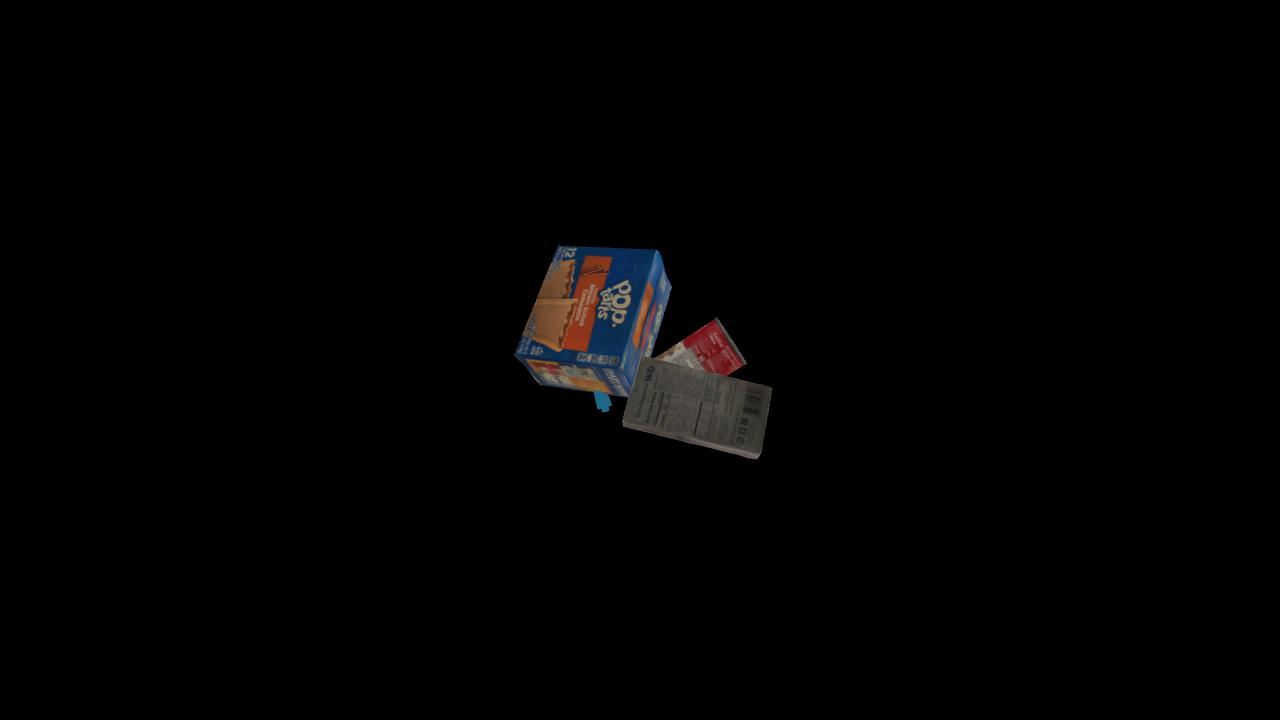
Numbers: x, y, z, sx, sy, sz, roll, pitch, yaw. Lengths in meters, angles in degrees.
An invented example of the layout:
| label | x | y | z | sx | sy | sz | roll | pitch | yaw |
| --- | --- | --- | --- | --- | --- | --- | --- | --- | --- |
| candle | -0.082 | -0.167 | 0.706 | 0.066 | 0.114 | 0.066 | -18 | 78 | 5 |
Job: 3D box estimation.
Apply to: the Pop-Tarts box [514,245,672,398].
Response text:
| label | x | y | z | sx | sy | sz | roll | pitch | yaw |
| --- | --- | --- | --- | --- | --- | --- | --- | --- | --- |
| Pop-Tarts box | -0.054 | -0.051 | 0.766 | 0.141 | 0.167 | 0.083 | 7 | -26 | 21 |

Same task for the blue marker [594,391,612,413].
| label | x | y | z | sx | sy | sz | roll | pitch | yaw |
| --- | --- | --- | --- | --- | --- | --- | --- | --- | --- |
| blue marker | -0.059 | 0.006 | 0.757 | 0.020 | 0.121 | 0.020 | -17 | 0 | 0 |

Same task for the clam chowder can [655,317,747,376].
| label | x | y | z | sx | sy | sz | roll | pitch | yaw |
| --- | --- | --- | --- | --- | --- | --- | --- | --- | --- |
| clam chowder can | 0.069 | 0.004 | 0.750 | 0.102 | 0.068 | 0.068 | -33 | -6 | 10 |

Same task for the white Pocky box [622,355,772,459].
| label | x | y | z | sx | sy | sz | roll | pitch | yaw |
| --- | --- | --- | --- | --- | --- | --- | --- | --- | --- |
| white Pocky box | 0.064 | 0.052 | 0.686 | 0.154 | 0.084 | 0.028 | 14 | -23 | 5 |
